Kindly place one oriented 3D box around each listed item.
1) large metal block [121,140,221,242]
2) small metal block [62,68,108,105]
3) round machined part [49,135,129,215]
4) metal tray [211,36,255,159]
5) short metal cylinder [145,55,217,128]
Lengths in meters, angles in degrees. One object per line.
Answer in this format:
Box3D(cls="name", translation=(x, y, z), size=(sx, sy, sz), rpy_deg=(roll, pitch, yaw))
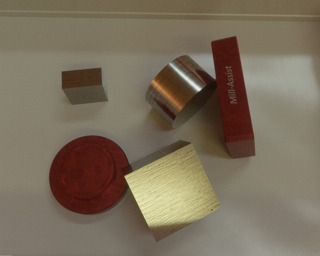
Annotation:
Box3D(cls="large metal block", translation=(0.011, 0.068, 0.357), size=(0.080, 0.050, 0.080), rpy_deg=(-26, 96, -9))
Box3D(cls="small metal block", translation=(-0.099, -0.055, 0.415), size=(0.050, 0.050, 0.025), rpy_deg=(-6, 70, -3))
Box3D(cls="round machined part", translation=(-0.087, 0.055, 0.379), size=(0.099, 0.042, 0.098), rpy_deg=(0, 70, -1))
Box3D(cls="metal tray", translation=(0.092, -0.035, 0.386), size=(0.030, 0.090, 0.129), rpy_deg=(-9, 69, 15))
Box3D(cls="short metal cylinder", translation=(0.028, -0.046, 0.398), size=(0.080, 0.080, 0.050), rpy_deg=(-41, 75, -14))
